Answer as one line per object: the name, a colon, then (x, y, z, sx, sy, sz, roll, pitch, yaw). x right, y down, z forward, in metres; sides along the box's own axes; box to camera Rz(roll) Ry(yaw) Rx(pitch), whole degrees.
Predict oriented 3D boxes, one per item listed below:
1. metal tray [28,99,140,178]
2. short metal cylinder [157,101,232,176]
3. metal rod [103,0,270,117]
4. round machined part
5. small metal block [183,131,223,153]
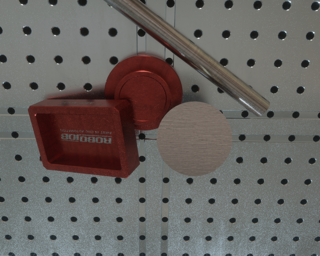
metal tray: (-0.095, 0.011, 0.388, 0.130, 0.030, 0.089, 2, 112, 22)
short metal cylinder: (0.037, 0.011, 0.354, 0.081, 0.050, 0.079, 0, 90, 0)
metal rod: (0.013, -0.108, 0.373, 0.301, 0.025, 0.025, 34, 106, -12)
round machined part: (-0.021, -0.042, 0.389, 0.099, 0.042, 0.097, 0, 110, 0)
small metal block: (0.054, 0.017, 0.404, 0.050, 0.050, 0.025, -3, 90, 0)
